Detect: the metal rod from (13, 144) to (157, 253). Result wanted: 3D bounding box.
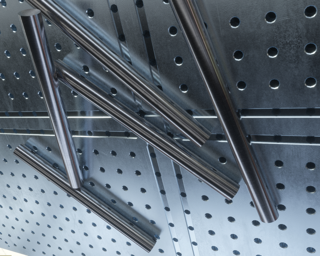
[{"bbox_3d":[-0.136,0.124,0.557,0.301,0.025,0.025,35,129,4],"label":"metal rod"}]

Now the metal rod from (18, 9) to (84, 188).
[{"bbox_3d":[-0.149,-0.018,0.452,0.025,0.025,0.298,15,132,19],"label":"metal rod"}]

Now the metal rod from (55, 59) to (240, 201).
[{"bbox_3d":[-0.024,0.000,0.422,0.301,0.025,0.025,35,129,4],"label":"metal rod"}]

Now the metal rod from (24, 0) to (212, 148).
[{"bbox_3d":[-0.058,-0.081,0.389,0.300,0.025,0.025,40,129,0],"label":"metal rod"}]

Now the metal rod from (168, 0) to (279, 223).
[{"bbox_3d":[0.081,-0.012,0.360,0.025,0.025,0.299,-14,112,33],"label":"metal rod"}]
